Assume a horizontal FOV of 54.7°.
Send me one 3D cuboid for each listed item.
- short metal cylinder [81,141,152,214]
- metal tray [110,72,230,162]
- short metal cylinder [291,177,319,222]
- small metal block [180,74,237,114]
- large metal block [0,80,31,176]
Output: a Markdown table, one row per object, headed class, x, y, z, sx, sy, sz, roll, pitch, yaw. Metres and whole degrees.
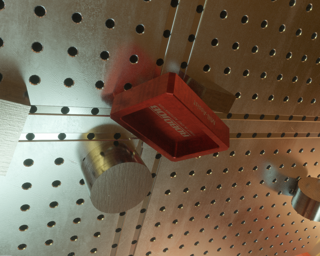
| class | x | y | z | sx | sy | sz | roll | pitch | yaw |
| --- | --- | --- | --- | --- | --- | --- | --- | --- | --- |
| short metal cylinder | -0.057 | 0.064 | 0.403 | 0.081 | 0.050 | 0.079 | -14 | 124 | -21 |
| metal tray | 0.016 | -0.006 | 0.380 | 0.090 | 0.030 | 0.130 | -18 | 140 | 34 |
| short metal cylinder | 0.321 | 0.147 | 0.642 | 0.081 | 0.080 | 0.050 | -9 | 123 | -24 |
| small metal block | 0.061 | -0.044 | 0.401 | 0.050 | 0.050 | 0.025 | 10 | 112 | -33 |
| large metal block | -0.179 | -0.006 | 0.293 | 0.081 | 0.050 | 0.080 | 15 | 111 | -35 |
